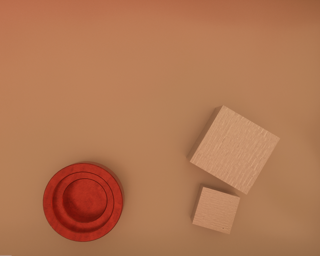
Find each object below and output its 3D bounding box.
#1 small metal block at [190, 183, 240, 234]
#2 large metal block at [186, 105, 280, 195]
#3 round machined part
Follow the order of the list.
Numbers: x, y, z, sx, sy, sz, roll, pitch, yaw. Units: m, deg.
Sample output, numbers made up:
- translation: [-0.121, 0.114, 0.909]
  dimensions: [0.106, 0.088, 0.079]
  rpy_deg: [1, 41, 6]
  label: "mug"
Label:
- translation: [0.073, 0.107, 0.413]
  dimensions: [0.050, 0.025, 0.050]
  rpy_deg: [16, 90, -1]
  label: "small metal block"
- translation: [0.091, 0.026, 0.400]
  dimensions: [0.080, 0.050, 0.080]
  rpy_deg: [30, 90, -1]
  label: "large metal block"
- translation: [-0.095, 0.092, 0.402]
  dimensions: [0.099, 0.042, 0.097]
  rpy_deg: [0, 90, -1]
  label: "round machined part"
